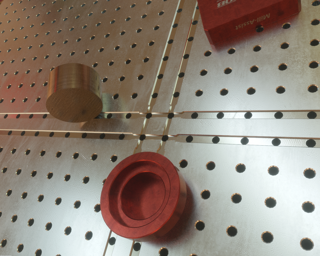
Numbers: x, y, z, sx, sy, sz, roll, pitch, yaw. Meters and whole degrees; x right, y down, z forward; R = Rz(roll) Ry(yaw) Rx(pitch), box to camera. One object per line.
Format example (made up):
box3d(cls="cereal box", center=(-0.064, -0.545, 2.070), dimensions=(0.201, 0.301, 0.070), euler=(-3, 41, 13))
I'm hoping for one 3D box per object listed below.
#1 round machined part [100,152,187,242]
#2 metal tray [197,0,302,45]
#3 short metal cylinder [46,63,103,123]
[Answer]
box3d(cls="round machined part", center=(-0.015, 0.080, 0.355), dimensions=(0.098, 0.042, 0.098), euler=(-13, 56, 20))
box3d(cls="metal tray", center=(0.125, -0.184, 0.452), dimensions=(0.130, 0.030, 0.090), euler=(-17, 55, 17))
box3d(cls="short metal cylinder", center=(-0.129, -0.052, 0.470), dimensions=(0.080, 0.080, 0.050), euler=(-21, 54, 15))
